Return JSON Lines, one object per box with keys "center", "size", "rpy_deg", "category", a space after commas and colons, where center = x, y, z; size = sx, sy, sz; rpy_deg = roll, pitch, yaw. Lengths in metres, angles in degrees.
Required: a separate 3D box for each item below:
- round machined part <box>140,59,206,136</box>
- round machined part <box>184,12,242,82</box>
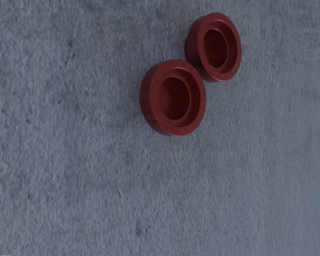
{"center": [0.012, -0.038, 0.406], "size": [0.099, 0.042, 0.097], "rpy_deg": [0, 90, -40], "category": "round machined part"}
{"center": [0.074, -0.116, 0.458], "size": [0.099, 0.042, 0.097], "rpy_deg": [0, 90, -40], "category": "round machined part"}
